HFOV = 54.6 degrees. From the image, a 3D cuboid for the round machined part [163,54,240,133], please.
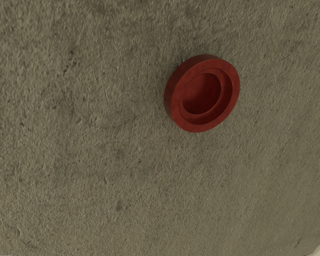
[{"bbox_3d":[0.049,-0.046,0.393,0.099,0.042,0.097,-14,124,-21],"label":"round machined part"}]
